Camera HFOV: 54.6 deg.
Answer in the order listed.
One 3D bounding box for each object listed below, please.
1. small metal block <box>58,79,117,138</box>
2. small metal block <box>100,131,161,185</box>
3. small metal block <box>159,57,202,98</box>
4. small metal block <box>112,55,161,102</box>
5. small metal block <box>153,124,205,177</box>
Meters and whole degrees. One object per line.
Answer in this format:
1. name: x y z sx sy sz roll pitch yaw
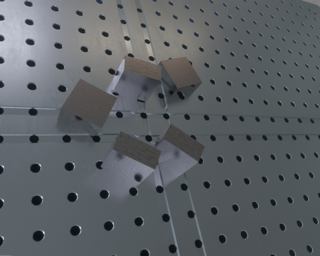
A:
1. small metal block: -0.087 -0.024 0.376 0.050 0.025 0.050 28 52 -11
2. small metal block: -0.034 0.036 0.352 0.050 0.050 0.025 27 53 -11
3. small metal block: 0.027 -0.078 0.470 0.050 0.025 0.050 -18 71 -35
4. small metal block: -0.031 -0.065 0.414 0.050 0.050 0.025 13 57 -21
5. small metal block: 0.019 0.029 0.384 0.050 0.050 0.025 34 51 -6
